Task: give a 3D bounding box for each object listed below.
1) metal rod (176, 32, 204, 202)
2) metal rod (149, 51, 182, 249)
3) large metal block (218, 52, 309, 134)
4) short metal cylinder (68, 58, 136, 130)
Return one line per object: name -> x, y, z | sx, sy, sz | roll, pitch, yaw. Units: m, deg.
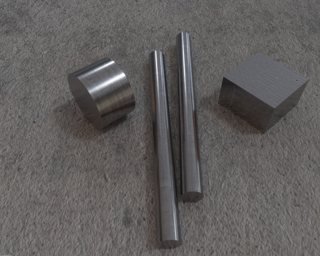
metal rod -> 0.038, -0.039, 0.436 | 0.025, 0.025, 0.300 | 1, 50, 0
metal rod -> 0.002, 0.000, 0.402 | 0.025, 0.025, 0.300 | -2, 50, -2
large metal block -> 0.141, -0.051, 0.431 | 0.080, 0.050, 0.080 | -35, 58, -26
short metal cylinder -> -0.076, -0.045, 0.404 | 0.050, 0.080, 0.080 | -33, 57, -24
